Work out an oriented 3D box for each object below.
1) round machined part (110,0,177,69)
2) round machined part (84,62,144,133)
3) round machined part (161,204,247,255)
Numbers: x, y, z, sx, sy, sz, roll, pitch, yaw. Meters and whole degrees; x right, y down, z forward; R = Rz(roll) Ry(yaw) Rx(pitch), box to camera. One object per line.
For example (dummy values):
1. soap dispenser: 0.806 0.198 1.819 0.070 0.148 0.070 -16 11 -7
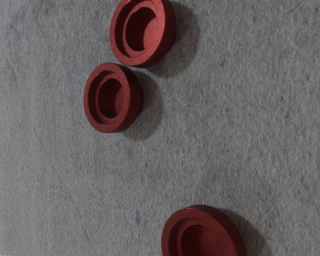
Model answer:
1. round machined part: -0.018 -0.127 0.407 0.098 0.042 0.097 0 90 39
2. round machined part: -0.062 -0.042 0.443 0.098 0.042 0.097 0 90 39
3. round machined part: 0.052 0.135 0.349 0.098 0.042 0.097 0 90 39
